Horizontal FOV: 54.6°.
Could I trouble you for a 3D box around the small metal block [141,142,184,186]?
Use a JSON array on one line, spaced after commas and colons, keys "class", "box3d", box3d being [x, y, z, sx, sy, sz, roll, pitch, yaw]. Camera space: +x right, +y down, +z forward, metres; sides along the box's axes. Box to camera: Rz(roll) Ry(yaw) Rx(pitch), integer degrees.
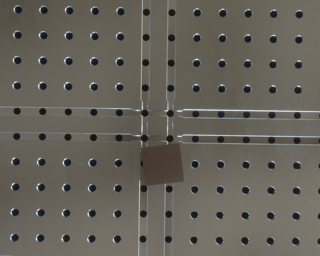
[{"class": "small metal block", "box3d": [0.003, 0.047, 0.413, 0.050, 0.025, 0.050, -7, 90, 0]}]
